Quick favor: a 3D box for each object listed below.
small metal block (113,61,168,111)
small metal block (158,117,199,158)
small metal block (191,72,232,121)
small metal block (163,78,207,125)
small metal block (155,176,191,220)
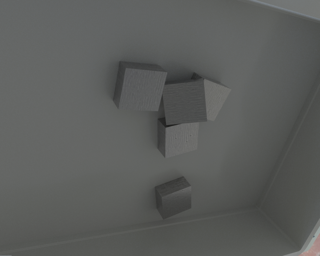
[{"bbox_3d":[-0.024,-0.049,0.365,0.050,0.025,0.050,1,118,-26],"label":"small metal block"},{"bbox_3d":[0.025,0.009,0.430,0.050,0.025,0.050,-14,124,-21],"label":"small metal block"},{"bbox_3d":[0.060,-0.041,0.418,0.050,0.025,0.050,13,111,-35],"label":"small metal block"},{"bbox_3d":[0.031,-0.033,0.384,0.050,0.025,0.050,-5,106,7],"label":"small metal block"},{"bbox_3d":[0.021,0.111,0.491,0.050,0.025,0.050,-17,126,-19],"label":"small metal block"}]
